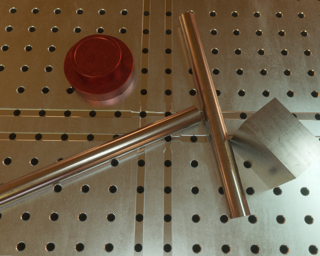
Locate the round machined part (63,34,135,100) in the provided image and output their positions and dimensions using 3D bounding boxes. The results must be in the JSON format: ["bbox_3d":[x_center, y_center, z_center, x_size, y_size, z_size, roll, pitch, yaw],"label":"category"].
[{"bbox_3d":[-0.086,-0.092,0.435,0.099,0.042,0.098,0,70,-1],"label":"round machined part"}]

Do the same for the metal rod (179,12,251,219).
[{"bbox_3d":[0.069,-0.031,0.423,0.025,0.025,0.299,-10,70,-4],"label":"metal rod"}]

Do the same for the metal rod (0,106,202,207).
[{"bbox_3d":[-0.087,0.038,0.396,0.302,0.025,0.025,-23,72,-9],"label":"metal rod"}]

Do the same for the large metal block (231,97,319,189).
[{"bbox_3d":[0.137,0.022,0.376,0.050,0.080,0.080,-37,75,-12],"label":"large metal block"}]
